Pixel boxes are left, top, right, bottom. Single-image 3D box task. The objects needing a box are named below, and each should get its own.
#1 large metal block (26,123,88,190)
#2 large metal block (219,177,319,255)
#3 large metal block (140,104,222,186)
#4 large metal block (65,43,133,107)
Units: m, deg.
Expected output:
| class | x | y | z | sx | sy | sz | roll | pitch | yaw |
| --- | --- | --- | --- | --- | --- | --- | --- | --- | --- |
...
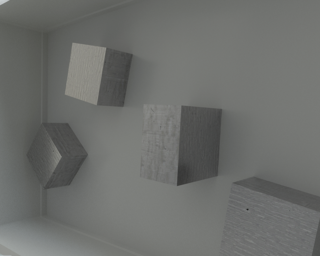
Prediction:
| class | x | y | z | sx | sy | sz | roll | pitch | yaw |
| --- | --- | --- | --- | --- | --- | --- | --- | --- | --- |
| large metal block | -0.181 | 0.047 | 0.541 | 0.080 | 0.050 | 0.080 | 50 | 119 | 28 |
| large metal block | 0.110 | 0.100 | 0.299 | 0.080 | 0.050 | 0.079 | 14 | 99 | 39 |
| large metal block | 0.025 | 0.016 | 0.350 | 0.050 | 0.081 | 0.079 | 5 | 94 | 40 |
| large metal block | -0.094 | -0.080 | 0.468 | 0.080 | 0.050 | 0.079 | 19 | 102 | 38 |
